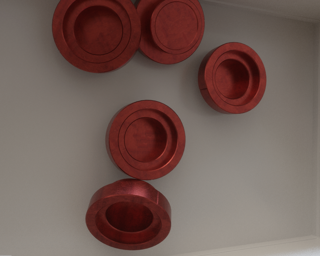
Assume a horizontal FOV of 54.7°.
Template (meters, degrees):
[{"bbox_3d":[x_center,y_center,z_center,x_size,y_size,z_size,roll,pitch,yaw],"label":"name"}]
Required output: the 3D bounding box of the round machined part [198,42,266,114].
[{"bbox_3d":[0.097,-0.068,0.439,0.099,0.042,0.097,0,90,-21],"label":"round machined part"}]

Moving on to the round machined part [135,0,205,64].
[{"bbox_3d":[0.014,-0.130,0.393,0.099,0.042,0.097,-7,111,-19],"label":"round machined part"}]

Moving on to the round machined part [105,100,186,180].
[{"bbox_3d":[-0.021,0.015,0.394,0.099,0.042,0.097,1,88,-22],"label":"round machined part"}]

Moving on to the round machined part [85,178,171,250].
[{"bbox_3d":[-0.035,0.099,0.372,0.099,0.042,0.097,1,124,2],"label":"round machined part"}]

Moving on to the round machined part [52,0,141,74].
[{"bbox_3d":[-0.071,-0.113,0.365,0.099,0.042,0.097,0,98,-2],"label":"round machined part"}]
